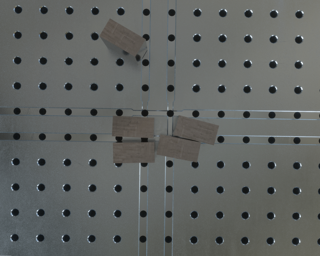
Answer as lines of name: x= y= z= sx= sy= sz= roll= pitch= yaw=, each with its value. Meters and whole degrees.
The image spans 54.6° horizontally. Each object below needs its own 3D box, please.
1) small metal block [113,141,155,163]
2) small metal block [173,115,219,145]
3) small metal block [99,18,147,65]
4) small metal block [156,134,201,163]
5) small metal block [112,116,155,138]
small metal block: x=-0.032 y=0.030 z=0.401 sx=0.050 sy=0.050 sz=0.025 roll=-1 pitch=90 yaw=0
small metal block: x=0.044 y=0.003 z=0.401 sx=0.050 sy=0.050 sz=0.025 roll=15 pitch=90 yaw=0
small metal block: x=-0.045 y=-0.110 z=0.401 sx=0.050 sy=0.050 sz=0.025 roll=30 pitch=90 yaw=0
small metal block: x=0.023 y=0.025 z=0.401 sx=0.050 sy=0.050 sz=0.025 roll=11 pitch=90 yaw=0
small metal block: x=-0.032 y=-0.001 z=0.401 sx=0.050 sy=0.050 sz=0.025 roll=3 pitch=90 yaw=0
